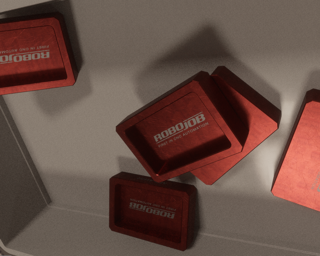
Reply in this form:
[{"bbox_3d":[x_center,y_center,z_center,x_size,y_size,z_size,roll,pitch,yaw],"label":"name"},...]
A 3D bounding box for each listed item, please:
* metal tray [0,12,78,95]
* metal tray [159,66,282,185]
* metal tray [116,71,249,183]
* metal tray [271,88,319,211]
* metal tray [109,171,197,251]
[{"bbox_3d":[-0.181,-0.093,0.398,0.131,0.030,0.089,-8,122,-2],"label":"metal tray"},{"bbox_3d":[0.065,0.002,0.372,0.090,0.030,0.129,39,129,1],"label":"metal tray"},{"bbox_3d":[0.021,0.005,0.356,0.130,0.030,0.090,-28,103,37],"label":"metal tray"},{"bbox_3d":[0.182,0.031,0.329,0.090,0.030,0.129,18,125,17],"label":"metal tray"},{"bbox_3d":[-0.014,0.122,0.467,0.130,0.030,0.089,7,101,24],"label":"metal tray"}]
